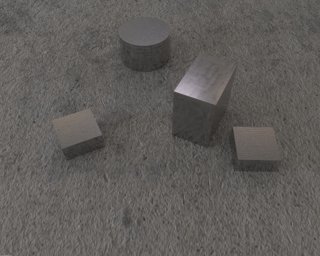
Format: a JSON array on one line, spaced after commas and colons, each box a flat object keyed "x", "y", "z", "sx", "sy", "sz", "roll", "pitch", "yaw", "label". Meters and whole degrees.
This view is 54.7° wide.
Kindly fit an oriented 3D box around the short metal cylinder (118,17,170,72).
[{"x": -0.025, "y": -0.136, "z": 0.501, "sx": 0.081, "sy": 0.050, "sz": 0.080, "roll": 0, "pitch": 50, "yaw": 0, "label": "short metal cylinder"}]

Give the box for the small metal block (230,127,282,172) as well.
[{"x": 0.116, "y": 0.026, "z": 0.382, "sx": 0.050, "sy": 0.025, "sz": 0.050, "roll": 1, "pitch": 50, "yaw": 1, "label": "small metal block"}]

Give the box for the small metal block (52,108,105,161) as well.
[{"x": -0.104, "y": 0.007, "z": 0.396, "sx": 0.050, "sy": 0.025, "sz": 0.050, "roll": -20, "pitch": 53, "yaw": -16, "label": "small metal block"}]

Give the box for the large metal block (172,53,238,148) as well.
[{"x": 0.056, "y": -0.035, "z": 0.397, "sx": 0.050, "sy": 0.080, "sz": 0.080, "roll": 21, "pitch": 53, "yaw": 16, "label": "large metal block"}]
